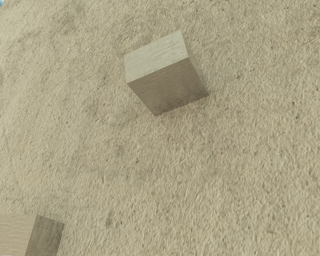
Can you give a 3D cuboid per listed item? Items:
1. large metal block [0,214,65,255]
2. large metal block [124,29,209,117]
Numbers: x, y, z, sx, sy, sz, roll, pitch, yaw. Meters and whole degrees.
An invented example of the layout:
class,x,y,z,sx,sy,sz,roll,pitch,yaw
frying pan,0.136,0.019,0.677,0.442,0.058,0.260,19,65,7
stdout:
class,x,y,z,sx,sy,sz,roll,pitch,yaw
large metal block,-0.177,0.154,0.387,0.080,0.050,0.080,-7,59,24
large metal block,0.009,-0.068,0.406,0.080,0.080,0.050,-21,54,16
